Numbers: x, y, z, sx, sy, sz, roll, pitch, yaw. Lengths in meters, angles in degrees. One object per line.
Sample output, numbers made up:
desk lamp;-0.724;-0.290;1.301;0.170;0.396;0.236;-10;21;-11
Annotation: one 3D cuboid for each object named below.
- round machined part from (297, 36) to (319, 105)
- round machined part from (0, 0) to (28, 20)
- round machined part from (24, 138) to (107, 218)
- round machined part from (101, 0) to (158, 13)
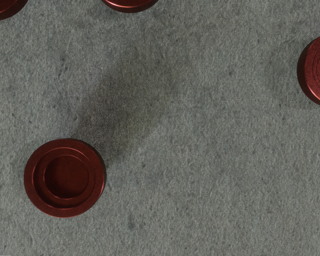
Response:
round machined part;0.227;-0.074;0.405;0.099;0.042;0.097;0;90;-1
round machined part;-0.213;-0.186;0.399;0.099;0.042;0.097;0;90;-1
round machined part;-0.118;0.062;0.400;0.099;0.042;0.097;0;90;-1
round machined part;-0.039;-0.197;0.401;0.099;0.042;0.097;0;90;-1
